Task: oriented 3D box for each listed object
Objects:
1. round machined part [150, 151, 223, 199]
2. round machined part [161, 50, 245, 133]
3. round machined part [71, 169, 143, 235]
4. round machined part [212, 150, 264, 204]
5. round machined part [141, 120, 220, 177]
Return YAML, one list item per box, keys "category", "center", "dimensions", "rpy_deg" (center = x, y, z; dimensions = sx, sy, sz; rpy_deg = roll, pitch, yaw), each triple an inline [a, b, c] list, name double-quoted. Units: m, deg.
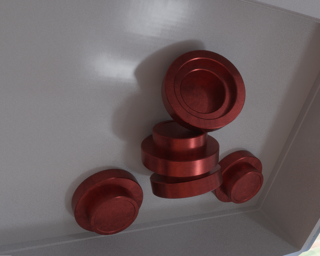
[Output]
- category: "round machined part"
  center: [0.034, 0.059, 0.426]
  dimensions: [0.099, 0.098, 0.042]
  rpy_deg: [-13, 97, -22]
- category: "round machined part"
  center: [0.050, -0.041, 0.379]
  dimensions: [0.099, 0.098, 0.042]
  rpy_deg: [-22, 171, -16]
- category: "round machined part"
  center: [-0.068, 0.109, 0.429]
  dimensions: [0.099, 0.042, 0.097]
  rpy_deg: [-14, 125, -21]
- category: "round machined part"
  center: [0.137, 0.090, 0.531]
  dimensions: [0.099, 0.042, 0.097]
  rpy_deg: [-14, 125, -21]
- category: "round machined part"
  center: [0.025, 0.019, 0.390]
  dimensions: [0.099, 0.098, 0.042]
  rpy_deg: [-10, 113, -23]
